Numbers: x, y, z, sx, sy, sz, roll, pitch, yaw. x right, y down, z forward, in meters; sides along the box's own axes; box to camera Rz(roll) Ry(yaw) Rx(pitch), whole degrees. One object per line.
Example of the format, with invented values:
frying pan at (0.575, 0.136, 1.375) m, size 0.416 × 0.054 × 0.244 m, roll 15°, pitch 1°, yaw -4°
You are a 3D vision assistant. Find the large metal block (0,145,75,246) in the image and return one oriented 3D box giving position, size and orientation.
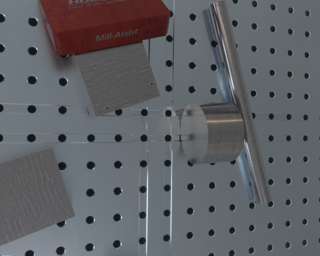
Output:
large metal block at (-0.149, 0.070, 0.345) m, size 0.081 × 0.050 × 0.080 m, roll -19°, pitch 97°, yaw -19°

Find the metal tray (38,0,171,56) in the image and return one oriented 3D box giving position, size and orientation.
metal tray at (-0.065, -0.135, 0.359) m, size 0.131 × 0.030 × 0.090 m, roll -17°, pitch 57°, yaw -19°

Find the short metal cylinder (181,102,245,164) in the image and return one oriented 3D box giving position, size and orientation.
short metal cylinder at (0.066, 0.006, 0.408) m, size 0.050 × 0.080 × 0.079 m, roll -2°, pitch 91°, yaw -20°

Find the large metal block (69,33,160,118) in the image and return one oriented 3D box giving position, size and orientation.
large metal block at (-0.056, -0.063, 0.378) m, size 0.081 × 0.050 × 0.080 m, roll -20°, pitch 97°, yaw -19°

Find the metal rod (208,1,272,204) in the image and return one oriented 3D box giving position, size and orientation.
metal rod at (0.119, -0.033, 0.456) m, size 0.025 × 0.025 × 0.298 m, roll -17°, pitch 96°, yaw -19°
